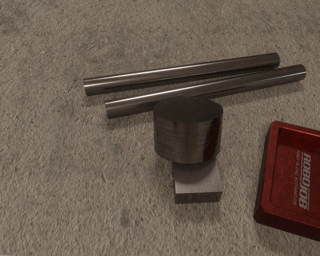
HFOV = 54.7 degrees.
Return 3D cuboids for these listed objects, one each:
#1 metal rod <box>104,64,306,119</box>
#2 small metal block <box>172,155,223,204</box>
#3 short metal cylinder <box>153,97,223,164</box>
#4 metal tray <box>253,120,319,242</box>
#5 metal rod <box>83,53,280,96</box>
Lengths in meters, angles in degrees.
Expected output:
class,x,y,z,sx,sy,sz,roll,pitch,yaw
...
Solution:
class,x,y,z,sx,sy,sz,roll,pitch,yaw
metal rod,0.072,-0.056,0.450,0.302,0.025,0.025,-12,51,-11
small metal block,0.041,0.058,0.355,0.050,0.025,0.050,-2,50,-2
short metal cylinder,0.033,0.000,0.369,0.081,0.050,0.080,-1,25,1
metal tray,0.164,0.056,0.354,0.090,0.030,0.130,15,51,12
metal rod,0.038,-0.084,0.474,0.302,0.025,0.025,-9,51,-9
